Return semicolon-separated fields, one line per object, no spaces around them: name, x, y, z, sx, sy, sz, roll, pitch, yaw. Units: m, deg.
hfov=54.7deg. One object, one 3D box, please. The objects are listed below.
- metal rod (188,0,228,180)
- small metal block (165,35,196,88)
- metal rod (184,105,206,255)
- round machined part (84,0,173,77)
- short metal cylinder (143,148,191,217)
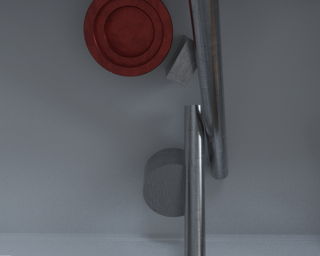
metal rod;0.056;-0.038;0.331;0.025;0.025;0.299;-12;136;4
small metal block;0.030;-0.081;0.369;0.025;0.050;0.050;27;108;-10
metal rod;0.042;0.122;0.372;0.025;0.025;0.298;0;85;-1
round machined part;-0.035;-0.112;0.361;0.099;0.042;0.097;0;110;-1
short metal cylinder;0.018;0.074;0.426;0.081;0.050;0.079;0;110;-1
